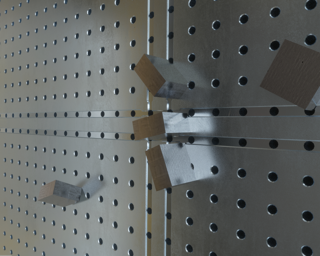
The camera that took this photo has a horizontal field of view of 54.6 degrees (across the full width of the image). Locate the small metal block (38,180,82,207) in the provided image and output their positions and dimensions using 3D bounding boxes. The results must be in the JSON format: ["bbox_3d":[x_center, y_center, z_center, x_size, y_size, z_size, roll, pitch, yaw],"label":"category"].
[{"bbox_3d":[-0.172,0.114,0.533,0.050,0.050,0.025,-25,50,37],"label":"small metal block"}]

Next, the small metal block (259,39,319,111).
[{"bbox_3d":[0.134,-0.051,0.299,0.050,0.025,0.050,37,113,34],"label":"small metal block"}]

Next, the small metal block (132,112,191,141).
[{"bbox_3d":[0.002,-0.002,0.392,0.050,0.050,0.025,-15,80,39],"label":"small metal block"}]

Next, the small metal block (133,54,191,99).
[{"bbox_3d":[0.003,-0.064,0.392,0.025,0.050,0.050,-50,61,28],"label":"small metal block"}]

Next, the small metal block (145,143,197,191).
[{"bbox_3d":[0.014,0.047,0.383,0.025,0.050,0.050,-27,73,37],"label":"small metal block"}]
